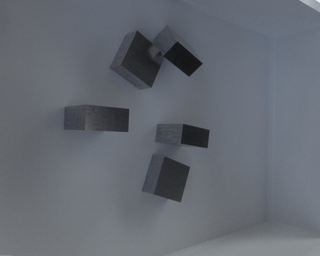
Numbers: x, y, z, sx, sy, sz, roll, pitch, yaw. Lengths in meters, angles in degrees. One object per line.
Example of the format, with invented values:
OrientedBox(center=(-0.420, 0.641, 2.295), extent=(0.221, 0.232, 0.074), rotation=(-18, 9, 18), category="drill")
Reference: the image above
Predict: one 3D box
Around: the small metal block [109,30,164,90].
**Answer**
OrientedBox(center=(-0.027, -0.083, 0.386), extent=(0.050, 0.025, 0.050), rotation=(34, 69, -35), category="small metal block")

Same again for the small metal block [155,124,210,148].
OrientedBox(center=(0.030, 0.011, 0.418), extent=(0.050, 0.050, 0.025), rotation=(12, 83, -40), category="small metal block")

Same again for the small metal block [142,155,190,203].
OrientedBox(center=(0.009, 0.068, 0.416), extent=(0.050, 0.025, 0.050), rotation=(27, 73, -37), category="small metal block")

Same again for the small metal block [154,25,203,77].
OrientedBox(center=(0.024, -0.102, 0.410), extent=(0.050, 0.050, 0.025), rotation=(31, 115, -36), category="small metal block")

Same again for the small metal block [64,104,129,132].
OrientedBox(center=(-0.069, -0.009, 0.334), extent=(0.050, 0.050, 0.025), rotation=(4, 88, -40), category="small metal block")
